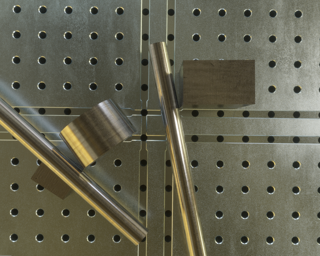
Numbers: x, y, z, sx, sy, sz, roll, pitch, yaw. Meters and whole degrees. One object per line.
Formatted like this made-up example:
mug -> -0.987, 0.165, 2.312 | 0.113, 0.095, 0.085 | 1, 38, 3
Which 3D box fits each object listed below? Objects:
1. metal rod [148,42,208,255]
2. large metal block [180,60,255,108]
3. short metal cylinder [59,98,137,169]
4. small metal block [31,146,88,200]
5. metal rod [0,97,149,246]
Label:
metal rod -> 0.025, 0.036, 0.413 | 0.025, 0.025, 0.298 | -11, 90, 0
large metal block -> 0.066, -0.052, 0.386 | 0.081, 0.080, 0.050 | 0, 90, 0
short metal cylinder -> -0.076, 0.007, 0.385 | 0.080, 0.080, 0.050 | -36, 91, 0
small metal block -> -0.132, 0.058, 0.412 | 0.050, 0.025, 0.050 | 33, 90, 0
metal rod -> -0.134, 0.037, 0.387 | 0.300, 0.025, 0.025 | 42, 90, 0
